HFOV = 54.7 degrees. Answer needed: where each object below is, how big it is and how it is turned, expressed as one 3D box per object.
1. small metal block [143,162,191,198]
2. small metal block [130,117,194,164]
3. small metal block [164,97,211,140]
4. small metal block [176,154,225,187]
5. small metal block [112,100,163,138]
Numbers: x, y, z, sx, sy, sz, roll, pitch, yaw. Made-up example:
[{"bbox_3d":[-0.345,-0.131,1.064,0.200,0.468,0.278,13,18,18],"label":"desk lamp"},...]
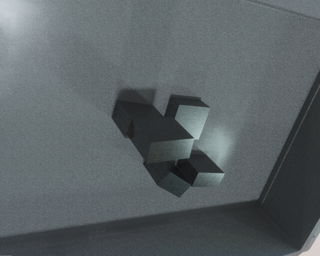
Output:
[{"bbox_3d":[0.010,0.066,0.441,0.025,0.050,0.050,-48,129,5],"label":"small metal block"},{"bbox_3d":[0.001,0.011,0.337,0.050,0.050,0.025,-4,121,-27],"label":"small metal block"},{"bbox_3d":[0.034,-0.012,0.421,0.050,0.025,0.050,3,117,-30],"label":"small metal block"},{"bbox_3d":[0.060,0.063,0.467,0.050,0.050,0.025,7,115,-32],"label":"small metal block"},{"bbox_3d":[-0.024,-0.009,0.375,0.050,0.050,0.025,6,116,-31],"label":"small metal block"}]
